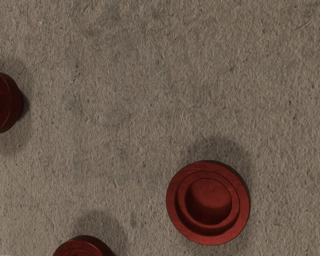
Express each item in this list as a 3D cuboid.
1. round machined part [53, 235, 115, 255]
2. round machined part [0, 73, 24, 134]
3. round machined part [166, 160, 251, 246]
[{"bbox_3d":[-0.100,0.199,0.434,0.098,0.042,0.097,0,90,19],"label":"round machined part"},{"bbox_3d":[-0.257,-0.039,0.488,0.098,0.042,0.097,0,90,19],"label":"round machined part"},{"bbox_3d":[0.061,0.087,0.378,0.098,0.042,0.097,0,90,19],"label":"round machined part"}]
